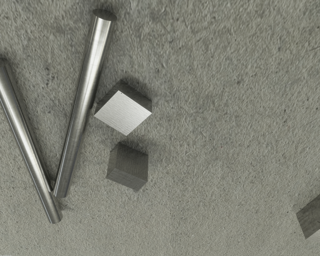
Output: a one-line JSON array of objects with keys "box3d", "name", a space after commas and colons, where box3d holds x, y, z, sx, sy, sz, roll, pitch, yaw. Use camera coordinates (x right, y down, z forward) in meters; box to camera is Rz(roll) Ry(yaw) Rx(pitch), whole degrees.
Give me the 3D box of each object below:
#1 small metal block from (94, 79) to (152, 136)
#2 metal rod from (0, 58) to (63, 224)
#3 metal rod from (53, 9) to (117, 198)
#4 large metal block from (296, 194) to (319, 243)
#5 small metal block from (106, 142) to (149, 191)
[{"box3d": [-0.045, -0.024, 0.386, 0.050, 0.025, 0.050, 34, 122, -26], "name": "small metal block"}, {"box3d": [-0.181, 0.042, 0.439, 0.025, 0.025, 0.298, 0, 130, 0], "name": "metal rod"}, {"box3d": [-0.106, -0.006, 0.400, 0.025, 0.025, 0.298, 15, 129, -13], "name": "metal rod"}, {"box3d": [0.298, 0.155, 0.528, 0.081, 0.050, 0.079, 17, 128, -15], "name": "large metal block"}, {"box3d": [-0.045, 0.054, 0.436, 0.050, 0.050, 0.025, 27, 125, -22], "name": "small metal block"}]
